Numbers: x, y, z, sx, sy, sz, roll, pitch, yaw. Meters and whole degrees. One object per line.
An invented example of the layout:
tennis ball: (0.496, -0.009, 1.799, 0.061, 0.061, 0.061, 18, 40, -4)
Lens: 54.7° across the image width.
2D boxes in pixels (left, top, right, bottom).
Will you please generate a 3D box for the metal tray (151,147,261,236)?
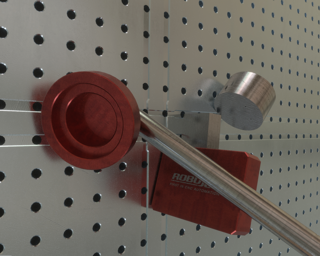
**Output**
metal tray: (0.052, 0.071, 0.386, 0.030, 0.130, 0.090, 22, 76, -43)

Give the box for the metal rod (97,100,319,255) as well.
metal rod: (0.050, 0.045, 0.325, 0.300, 0.025, 0.025, 36, 59, 12)

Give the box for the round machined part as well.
round machined part: (-0.067, -0.010, 0.319, 0.042, 0.098, 0.097, -42, 122, -72)

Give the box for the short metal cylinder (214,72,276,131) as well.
short metal cylinder: (0.133, -0.042, 0.488, 0.050, 0.080, 0.080, -52, 121, -27)

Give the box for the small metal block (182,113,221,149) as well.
small metal block: (0.058, 0.005, 0.444, 0.025, 0.050, 0.050, 9, 85, -40)
